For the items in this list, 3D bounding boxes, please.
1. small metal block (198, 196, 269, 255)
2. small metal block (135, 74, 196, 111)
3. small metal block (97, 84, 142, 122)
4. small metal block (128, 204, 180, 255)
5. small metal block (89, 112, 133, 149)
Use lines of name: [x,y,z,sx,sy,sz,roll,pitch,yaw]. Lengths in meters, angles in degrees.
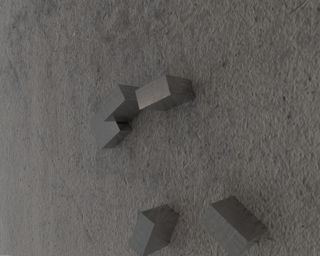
small metal block: [0.077,0.102,0.325,0.050,0.050,0.025,42,116,32]
small metal block: [0.007,-0.042,0.383,0.050,0.050,0.025,-22,76,38]
small metal block: [-0.049,-0.033,0.429,0.050,0.050,0.025,-40,66,33]
small metal block: [-0.007,0.130,0.394,0.025,0.050,0.050,30,109,36]
small metal block: [-0.075,-0.003,0.467,0.050,0.025,0.050,-41,65,32]
